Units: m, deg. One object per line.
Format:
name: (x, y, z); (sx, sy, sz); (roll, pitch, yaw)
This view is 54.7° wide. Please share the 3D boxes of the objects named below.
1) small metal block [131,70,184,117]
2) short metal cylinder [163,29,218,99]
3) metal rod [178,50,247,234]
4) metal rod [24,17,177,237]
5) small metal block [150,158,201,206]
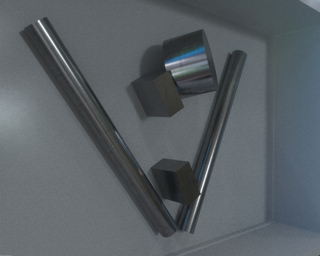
small metal block: (-0.003, -0.042, 0.388); (0.025, 0.050, 0.050); (-37, 113, -29)
short metal cylinder: (0.041, -0.082, 0.403); (0.080, 0.050, 0.080); (-13, 90, -73)
metal rod: (0.085, 0.011, 0.480); (0.025, 0.025, 0.299); (32, 70, -36)
metal rod: (-0.055, 0.017, 0.361); (0.025, 0.025, 0.299); (-44, 117, -31)
small metal block: (0.021, 0.070, 0.410); (0.025, 0.050, 0.050); (-34, 111, -35)
